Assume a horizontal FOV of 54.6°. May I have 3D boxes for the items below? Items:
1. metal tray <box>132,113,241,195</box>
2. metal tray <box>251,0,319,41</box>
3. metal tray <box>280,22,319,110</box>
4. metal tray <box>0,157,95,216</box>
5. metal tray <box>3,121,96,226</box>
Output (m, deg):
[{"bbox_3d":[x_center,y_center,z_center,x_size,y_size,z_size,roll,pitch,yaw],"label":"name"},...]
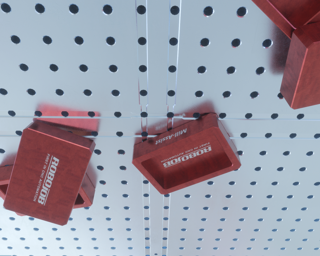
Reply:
[{"bbox_3d":[0.037,0.041,0.443,0.130,0.030,0.090,-24,127,19],"label":"metal tray"},{"bbox_3d":[0.144,-0.155,0.277,0.090,0.030,0.129,32,123,-25],"label":"metal tray"},{"bbox_3d":[0.201,-0.073,0.325,0.131,0.030,0.090,-13,140,-1],"label":"metal tray"},{"bbox_3d":[-0.179,0.093,0.485,0.130,0.030,0.090,-10,130,8],"label":"metal tray"},{"bbox_3d":[-0.153,0.065,0.429,0.090,0.030,0.129,20,108,-9],"label":"metal tray"}]
